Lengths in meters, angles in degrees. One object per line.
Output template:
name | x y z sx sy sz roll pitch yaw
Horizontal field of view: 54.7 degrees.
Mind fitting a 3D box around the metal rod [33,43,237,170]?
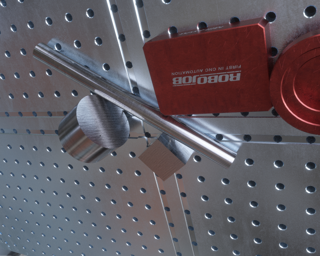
metal rod | -0.039 -0.033 0.409 0.301 0.025 0.025 30 128 8

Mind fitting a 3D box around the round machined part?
round machined part | 0.156 -0.045 0.290 0.098 0.042 0.097 13 124 20

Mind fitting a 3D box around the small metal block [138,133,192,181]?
small metal block | 0.006 0.039 0.431 0.050 0.025 0.050 43 129 -2

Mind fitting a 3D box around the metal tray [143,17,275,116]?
metal tray | 0.054 -0.062 0.340 0.130 0.030 0.089 -1 118 28

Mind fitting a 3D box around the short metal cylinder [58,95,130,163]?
short metal cylinder | -0.089 0.001 0.422 0.050 0.080 0.080 -35 99 38
